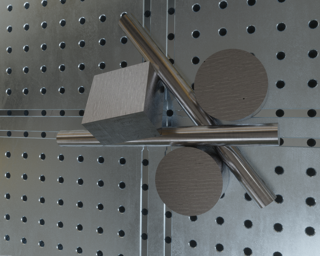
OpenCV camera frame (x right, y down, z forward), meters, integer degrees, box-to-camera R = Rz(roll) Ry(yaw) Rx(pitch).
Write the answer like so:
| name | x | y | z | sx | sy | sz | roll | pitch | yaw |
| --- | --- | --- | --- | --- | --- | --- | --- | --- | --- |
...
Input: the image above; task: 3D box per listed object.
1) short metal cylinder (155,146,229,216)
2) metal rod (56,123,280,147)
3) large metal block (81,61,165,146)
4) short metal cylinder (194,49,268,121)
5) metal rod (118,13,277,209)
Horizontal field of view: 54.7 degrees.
| name | x | y | z | sx | sy | sz | roll | pitch | yaw |
| --- | --- | --- | --- | --- | --- | --- | --- | --- | --- |
| short metal cylinder | 0.041 | 0.062 | 0.381 | 0.080 | 0.050 | 0.079 | 0 | 90 | 20 |
| metal rod | -0.009 | 0.011 | 0.394 | 0.301 | 0.025 | 0.025 | -2 | 90 | 26 |
| large metal block | -0.043 | -0.030 | 0.391 | 0.080 | 0.050 | 0.080 | -10 | 52 | 20 |
| short metal cylinder | 0.086 | -0.048 | 0.366 | 0.080 | 0.050 | 0.079 | 0 | 90 | 20 |
| metal rod | 0.040 | -0.030 | 0.395 | 0.025 | 0.025 | 0.299 | -40 | 78 | 16 |
